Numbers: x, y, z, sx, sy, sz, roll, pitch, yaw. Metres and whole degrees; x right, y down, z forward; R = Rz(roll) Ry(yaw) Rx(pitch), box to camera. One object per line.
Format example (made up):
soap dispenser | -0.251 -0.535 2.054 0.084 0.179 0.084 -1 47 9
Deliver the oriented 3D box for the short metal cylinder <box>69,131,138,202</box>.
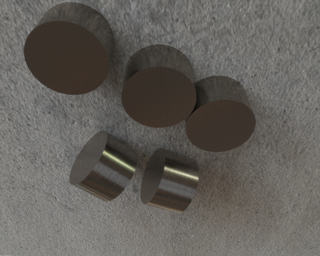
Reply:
short metal cylinder | -0.075 0.051 0.413 0.050 0.080 0.080 36 121 -27

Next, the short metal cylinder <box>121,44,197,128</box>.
short metal cylinder | -0.001 -0.047 0.351 0.081 0.050 0.079 0 130 0

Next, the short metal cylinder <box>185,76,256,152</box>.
short metal cylinder | 0.070 -0.016 0.378 0.081 0.050 0.079 0 130 0

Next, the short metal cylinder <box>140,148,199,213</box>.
short metal cylinder | 0.012 0.074 0.434 0.050 0.080 0.079 20 127 -17

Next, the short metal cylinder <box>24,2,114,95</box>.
short metal cylinder | -0.090 -0.081 0.320 0.081 0.050 0.079 0 130 0
